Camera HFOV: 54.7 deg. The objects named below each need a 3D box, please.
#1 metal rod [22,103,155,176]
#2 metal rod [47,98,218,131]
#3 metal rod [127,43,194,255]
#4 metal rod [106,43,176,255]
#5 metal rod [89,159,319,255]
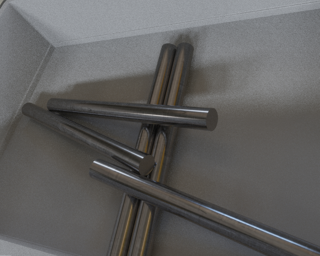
[{"bbox_3d":[-0.123,0.005,0.447,0.300,0.025,0.025,19,72,40],"label":"metal rod"},{"bbox_3d":[-0.061,-0.023,0.423,0.300,0.025,0.025,7,65,38],"label":"metal rod"},{"bbox_3d":[0.006,0.015,0.388,0.025,0.025,0.300,-1,61,27],"label":"metal rod"},{"bbox_3d":[-0.016,0.013,0.401,0.025,0.025,0.300,-1,61,27],"label":"metal rod"},{"bbox_3d":[0.051,0.087,0.301,0.300,0.025,0.025,17,70,28],"label":"metal rod"}]
